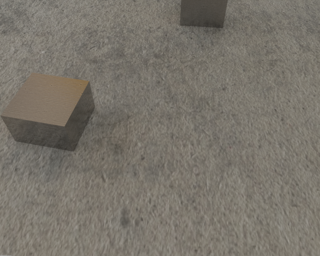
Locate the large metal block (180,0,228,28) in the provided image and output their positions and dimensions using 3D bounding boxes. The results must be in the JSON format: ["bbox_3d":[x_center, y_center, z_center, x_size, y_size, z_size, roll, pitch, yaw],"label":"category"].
[{"bbox_3d":[0.080,-0.234,0.565,0.080,0.080,0.050,5,50,3],"label":"large metal block"}]

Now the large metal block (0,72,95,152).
[{"bbox_3d":[-0.140,-0.022,0.404,0.080,0.050,0.080,9,51,7],"label":"large metal block"}]
